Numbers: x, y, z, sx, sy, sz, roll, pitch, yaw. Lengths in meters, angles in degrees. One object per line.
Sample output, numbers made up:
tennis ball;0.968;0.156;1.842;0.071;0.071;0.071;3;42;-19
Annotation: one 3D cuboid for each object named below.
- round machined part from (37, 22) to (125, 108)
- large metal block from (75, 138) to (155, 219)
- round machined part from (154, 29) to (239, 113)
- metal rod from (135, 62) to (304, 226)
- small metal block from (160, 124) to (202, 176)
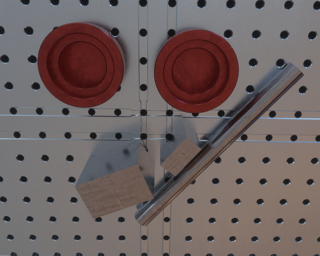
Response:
round machined part;-0.091;-0.077;0.375;0.099;0.042;0.097;0;110;0
large metal block;-0.054;0.063;0.407;0.080;0.080;0.050;-20;109;7
round machined part;0.042;-0.071;0.379;0.099;0.042;0.097;0;110;0
metal rod;0.071;0.031;0.425;0.025;0.025;0.299;40;105;-13
small metal block;0.026;0.028;0.411;0.025;0.050;0.050;38;106;-13
